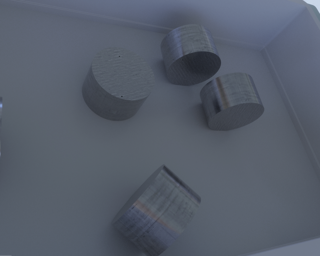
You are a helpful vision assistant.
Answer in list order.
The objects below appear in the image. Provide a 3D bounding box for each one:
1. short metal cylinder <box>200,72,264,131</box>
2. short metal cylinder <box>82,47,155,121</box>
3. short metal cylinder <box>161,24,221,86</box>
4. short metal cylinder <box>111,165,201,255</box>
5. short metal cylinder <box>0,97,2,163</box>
[{"bbox_3d":[0.103,-0.036,0.450,0.081,0.080,0.050,2,61,-28],"label":"short metal cylinder"},{"bbox_3d":[-0.054,-0.056,0.396,0.081,0.050,0.080,14,56,-21],"label":"short metal cylinder"},{"bbox_3d":[0.045,-0.107,0.462,0.081,0.080,0.050,2,61,-28],"label":"short metal cylinder"},{"bbox_3d":[-0.004,0.084,0.318,0.050,0.080,0.080,42,51,0],"label":"short metal cylinder"},{"bbox_3d":[-0.169,0.010,0.273,0.050,0.080,0.080,2,61,-28],"label":"short metal cylinder"}]
